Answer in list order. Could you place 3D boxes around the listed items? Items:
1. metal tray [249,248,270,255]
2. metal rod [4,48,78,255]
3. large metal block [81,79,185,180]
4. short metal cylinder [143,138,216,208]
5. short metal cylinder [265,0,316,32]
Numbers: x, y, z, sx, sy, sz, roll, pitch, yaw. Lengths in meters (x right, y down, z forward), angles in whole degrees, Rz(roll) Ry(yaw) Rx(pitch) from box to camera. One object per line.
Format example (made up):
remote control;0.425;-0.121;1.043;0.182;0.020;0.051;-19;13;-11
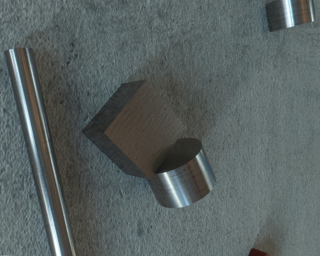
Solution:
metal tray;0.171;0.294;0.545;0.090;0.030;0.130;46;62;-30
metal rod;-0.109;0.072;0.313;0.025;0.025;0.298;-16;100;-39
large metal block;-0.028;0.002;0.364;0.080;0.050;0.080;50;61;-29
short metal cylinder;0.023;0.054;0.388;0.080;0.080;0.050;-37;113;-34
short metal cylinder;0.239;-0.211;0.568;0.081;0.080;0.050;-23;105;-38
